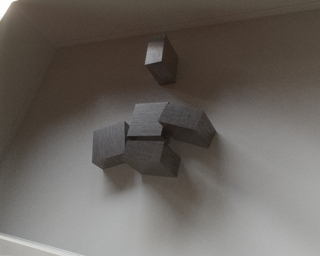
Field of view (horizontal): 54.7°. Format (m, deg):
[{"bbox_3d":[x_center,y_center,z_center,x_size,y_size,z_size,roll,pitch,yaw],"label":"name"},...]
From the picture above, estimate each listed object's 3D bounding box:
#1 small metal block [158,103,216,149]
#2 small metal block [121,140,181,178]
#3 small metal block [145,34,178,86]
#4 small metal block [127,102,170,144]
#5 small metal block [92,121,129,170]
[{"bbox_3d":[0.034,-0.002,0.373,0.050,0.050,0.025,14,69,34],"label":"small metal block"},{"bbox_3d":[-0.009,0.037,0.372,0.050,0.050,0.025,0,62,28],"label":"small metal block"},{"bbox_3d":[0.004,-0.098,0.448,0.025,0.050,0.050,-7,59,25],"label":"small metal block"},{"bbox_3d":[-0.011,-0.006,0.415,0.050,0.025,0.050,-2,61,27],"label":"small metal block"},{"bbox_3d":[-0.064,0.024,0.425,0.050,0.025,0.050,-18,55,18],"label":"small metal block"}]
